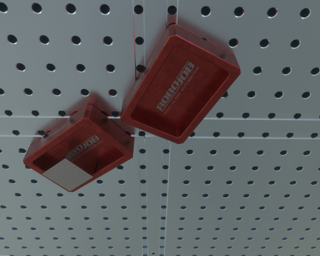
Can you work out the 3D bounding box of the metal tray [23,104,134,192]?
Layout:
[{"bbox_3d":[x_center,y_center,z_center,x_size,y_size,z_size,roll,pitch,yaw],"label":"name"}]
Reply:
[{"bbox_3d":[-0.113,0.033,0.435,0.130,0.030,0.090,-31,124,23],"label":"metal tray"}]

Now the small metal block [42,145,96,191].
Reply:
[{"bbox_3d":[-0.129,0.059,0.443,0.050,0.025,0.050,-32,124,24],"label":"small metal block"}]

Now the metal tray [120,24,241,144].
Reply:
[{"bbox_3d":[0.020,-0.045,0.370,0.091,0.030,0.129,22,126,-19],"label":"metal tray"}]
